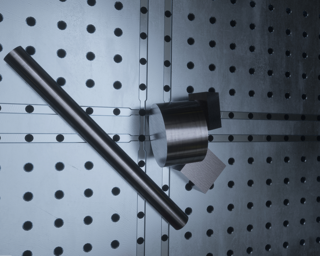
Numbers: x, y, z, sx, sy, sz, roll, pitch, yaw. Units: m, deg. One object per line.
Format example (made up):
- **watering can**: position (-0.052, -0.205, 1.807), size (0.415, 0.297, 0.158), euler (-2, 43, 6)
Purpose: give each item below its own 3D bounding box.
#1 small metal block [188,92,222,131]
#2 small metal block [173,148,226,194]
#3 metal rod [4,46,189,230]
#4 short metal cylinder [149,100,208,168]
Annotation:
- **small metal block**: position (0.062, -0.023, 0.423), size (0.050, 0.025, 0.050), euler (-9, 95, -61)
- **small metal block**: position (0.056, 0.055, 0.435), size (0.050, 0.025, 0.050), euler (43, 76, -15)
- **metal rod**: position (-0.069, 0.022, 0.387), size (0.025, 0.025, 0.300), euler (-46, 105, -14)
- **short metal cylinder**: position (0.021, 0.007, 0.390), size (0.050, 0.080, 0.079), euler (-7, 93, -15)
